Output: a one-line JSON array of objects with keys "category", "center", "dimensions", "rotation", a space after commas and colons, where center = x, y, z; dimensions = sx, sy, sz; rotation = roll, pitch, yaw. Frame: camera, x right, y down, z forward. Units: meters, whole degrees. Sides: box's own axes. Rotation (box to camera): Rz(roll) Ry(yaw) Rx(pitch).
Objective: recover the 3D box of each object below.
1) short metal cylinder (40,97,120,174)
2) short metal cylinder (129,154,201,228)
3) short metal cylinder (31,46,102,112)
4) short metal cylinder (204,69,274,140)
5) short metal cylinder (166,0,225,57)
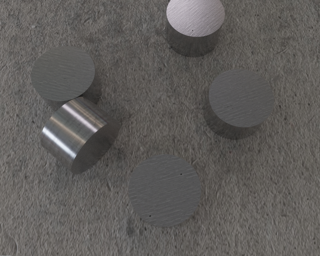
[{"category": "short metal cylinder", "center": [-0.095, 0.009, 0.375], "dimensions": [0.050, 0.080, 0.080], "rotation": [38, 74, 12]}, {"category": "short metal cylinder", "center": [0.005, 0.076, 0.367], "dimensions": [0.081, 0.050, 0.080], "rotation": [0, 70, 0]}, {"category": "short metal cylinder", "center": [-0.123, -0.062, 0.417], "dimensions": [0.081, 0.050, 0.080], "rotation": [0, 70, 0]}, {"category": "short metal cylinder", "center": [0.101, -0.030, 0.406], "dimensions": [0.081, 0.050, 0.080], "rotation": [0, 70, 0]}, {"category": "short metal cylinder", "center": [0.049, -0.151, 0.450], "dimensions": [0.081, 0.050, 0.080], "rotation": [0, 70, 0]}]
